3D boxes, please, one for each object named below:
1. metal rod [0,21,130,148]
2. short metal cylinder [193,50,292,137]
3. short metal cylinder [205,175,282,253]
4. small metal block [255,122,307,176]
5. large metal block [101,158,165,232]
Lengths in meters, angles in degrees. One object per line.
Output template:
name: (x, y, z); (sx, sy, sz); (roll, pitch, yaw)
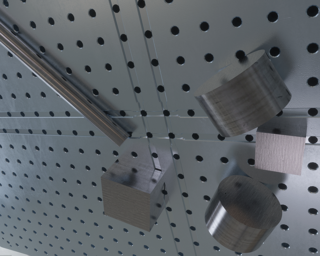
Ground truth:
metal rod: (-0.164, -0.080, 0.448); (0.300, 0.025, 0.025); (41, 129, -1)
short metal cylinder: (0.081, -0.035, 0.311); (0.080, 0.080, 0.050); (-27, 104, 37)
short metal cylinder: (0.102, 0.106, 0.387); (0.080, 0.080, 0.050); (26, 127, 12)
small metal block: (0.137, 0.023, 0.353); (0.050, 0.025, 0.050); (7, 122, 24)
large metal block: (-0.041, 0.103, 0.480); (0.080, 0.050, 0.079); (15, 125, 20)
